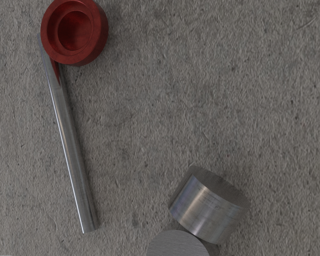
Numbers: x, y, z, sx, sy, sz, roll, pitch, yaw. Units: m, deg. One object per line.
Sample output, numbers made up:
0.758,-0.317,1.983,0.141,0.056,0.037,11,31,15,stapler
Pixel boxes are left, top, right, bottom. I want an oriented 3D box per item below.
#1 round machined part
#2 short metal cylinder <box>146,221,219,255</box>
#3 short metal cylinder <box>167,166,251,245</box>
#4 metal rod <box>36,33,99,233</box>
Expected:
-0.116,-0.136,0.441,0.098,0.042,0.097,0,90,20,round machined part
0.029,0.159,0.385,0.080,0.050,0.079,0,90,20,short metal cylinder
0.056,0.087,0.360,0.080,0.080,0.050,33,101,17,short metal cylinder
-0.137,0.003,0.457,0.025,0.025,0.298,-16,85,19,metal rod
